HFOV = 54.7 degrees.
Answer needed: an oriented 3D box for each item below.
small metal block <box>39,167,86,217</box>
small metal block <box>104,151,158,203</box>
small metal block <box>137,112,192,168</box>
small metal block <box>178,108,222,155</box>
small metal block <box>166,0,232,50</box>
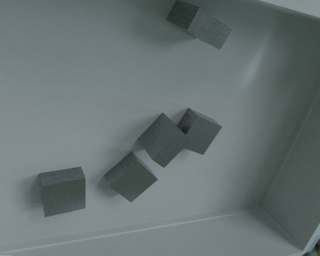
[{"bbox_3d":[-0.122,0.080,0.391,0.050,0.025,0.050,-7,122,-25],"label":"small metal block"},{"bbox_3d":[-0.040,0.068,0.429,0.050,0.025,0.050,-41,130,0],"label":"small metal block"},{"bbox_3d":[0.005,0.015,0.404,0.050,0.050,0.025,-46,129,4],"label":"small metal block"},{"bbox_3d":[0.052,0.006,0.440,0.050,0.025,0.050,21,107,-36],"label":"small metal block"},{"bbox_3d":[0.043,-0.115,0.344,0.050,0.050,0.025,18,109,-35],"label":"small metal block"}]
